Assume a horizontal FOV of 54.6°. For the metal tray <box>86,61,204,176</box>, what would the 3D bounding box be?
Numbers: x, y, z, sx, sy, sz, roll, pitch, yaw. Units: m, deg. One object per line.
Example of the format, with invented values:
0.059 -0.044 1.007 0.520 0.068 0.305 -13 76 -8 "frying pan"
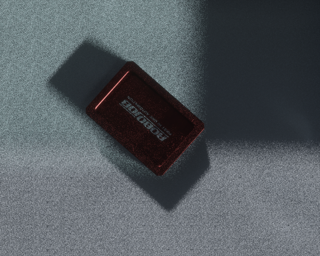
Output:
-0.019 -0.012 0.408 0.130 0.030 0.090 41 90 0 "metal tray"
